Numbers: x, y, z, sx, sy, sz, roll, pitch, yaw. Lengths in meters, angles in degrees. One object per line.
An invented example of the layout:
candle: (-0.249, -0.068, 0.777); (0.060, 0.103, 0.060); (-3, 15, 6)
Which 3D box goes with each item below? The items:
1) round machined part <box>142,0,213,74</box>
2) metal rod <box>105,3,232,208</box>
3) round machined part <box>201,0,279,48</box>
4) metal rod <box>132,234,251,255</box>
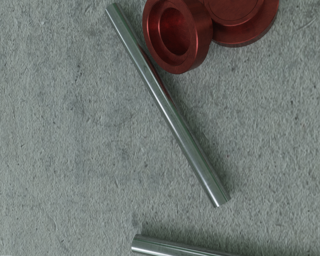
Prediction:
round machined part: (0.025, -0.118, 0.374); (0.098, 0.042, 0.097); (36, 140, 38)
metal rod: (0.006, -0.037, 0.406); (0.025, 0.025, 0.299); (-32, 80, 17)
round machined part: (0.090, -0.149, 0.368); (0.098, 0.042, 0.097); (0, 90, 20)
metal rod: (0.108, 0.166, 0.370); (0.301, 0.025, 0.025); (4, 92, 19)
